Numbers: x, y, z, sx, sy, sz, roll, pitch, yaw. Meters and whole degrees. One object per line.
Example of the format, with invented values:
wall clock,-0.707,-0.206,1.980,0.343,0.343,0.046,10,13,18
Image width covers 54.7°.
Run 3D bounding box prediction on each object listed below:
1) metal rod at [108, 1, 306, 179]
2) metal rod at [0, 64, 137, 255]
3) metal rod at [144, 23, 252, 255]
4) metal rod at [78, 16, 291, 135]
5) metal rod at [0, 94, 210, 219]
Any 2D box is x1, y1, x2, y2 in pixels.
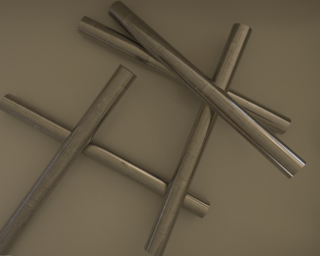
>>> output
metal rod,0.043,-0.057,0.368,0.025,0.025,0.300,-45,73,0
metal rod,-0.127,0.049,0.389,0.025,0.025,0.299,38,98,0
metal rod,0.047,0.014,0.385,0.025,0.025,0.299,22,90,0
metal rod,0.032,-0.069,0.411,0.301,0.025,0.025,27,90,0
metal rod,-0.072,0.037,0.410,0.301,0.025,0.025,28,90,0
